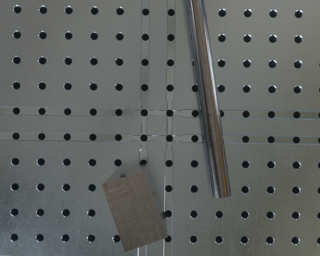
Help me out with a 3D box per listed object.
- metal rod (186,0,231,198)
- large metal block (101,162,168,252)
[{"bbox_3d":[0.062,-0.057,0.413,0.025,0.025,0.298,-8,90,0],"label":"metal rod"},{"bbox_3d":[-0.028,0.093,0.386,0.050,0.080,0.080,-19,90,0],"label":"large metal block"}]
